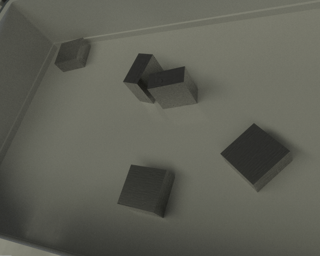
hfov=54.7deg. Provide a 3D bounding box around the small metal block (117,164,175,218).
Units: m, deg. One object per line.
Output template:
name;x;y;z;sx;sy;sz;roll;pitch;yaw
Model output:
small metal block;-0.016;0.074;0.369;0.050;0.025;0.050;5;64;30

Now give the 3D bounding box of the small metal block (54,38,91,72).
small metal block;-0.161;-0.135;0.574;0.050;0.025;0.050;-7;59;24

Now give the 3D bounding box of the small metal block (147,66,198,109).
small metal block;0.018;-0.052;0.412;0.050;0.050;0.025;-8;58;24

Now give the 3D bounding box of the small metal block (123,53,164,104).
small metal block;-0.020;-0.070;0.443;0.025;0.050;0.050;13;69;34

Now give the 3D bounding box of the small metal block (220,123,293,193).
small metal block;0.103;0.031;0.332;0.050;0.025;0.050;-42;51;-1
